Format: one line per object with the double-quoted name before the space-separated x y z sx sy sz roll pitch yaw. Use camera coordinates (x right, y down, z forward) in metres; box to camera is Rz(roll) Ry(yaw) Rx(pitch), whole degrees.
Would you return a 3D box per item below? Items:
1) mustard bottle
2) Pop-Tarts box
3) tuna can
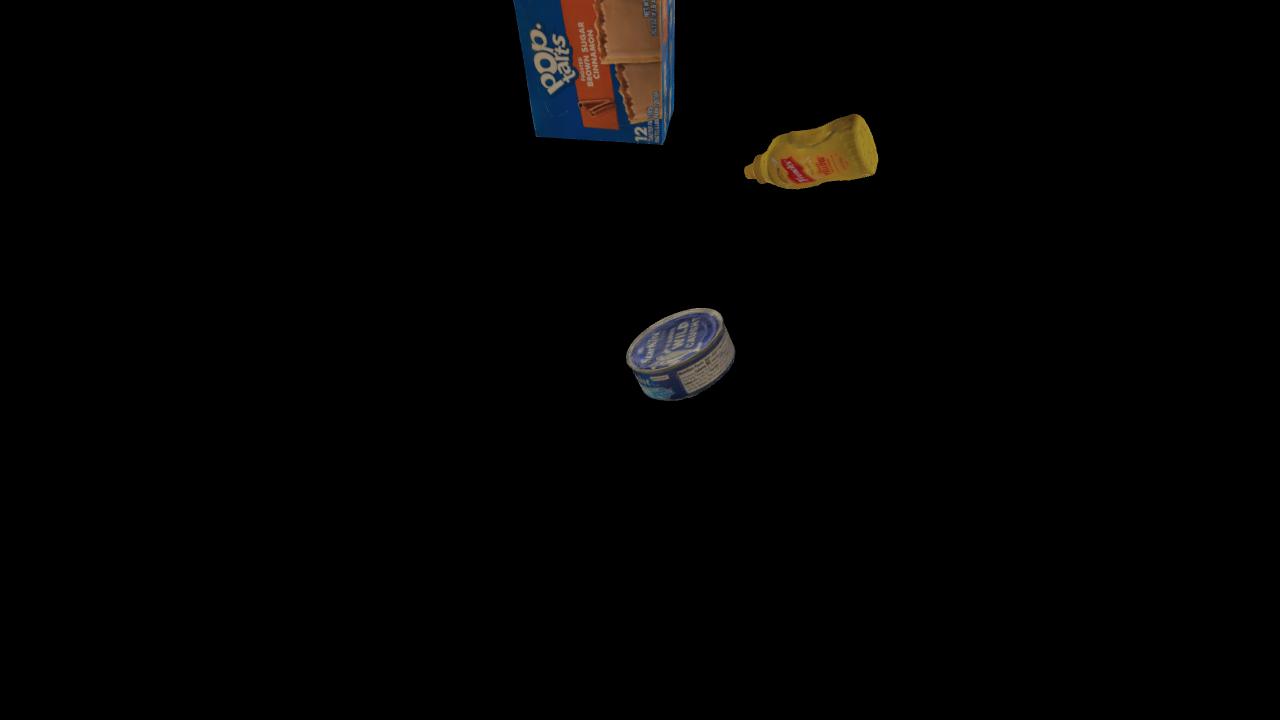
"mustard bottle" 0.228 -0.281 0.861 0.184 0.054 0.092 0 -25 40
"Pop-Tarts box" -0.039 -0.313 0.609 0.141 0.083 0.167 7 -42 9
"tuna can" 0.033 -0.005 0.494 0.084 0.034 0.084 -21 28 12
